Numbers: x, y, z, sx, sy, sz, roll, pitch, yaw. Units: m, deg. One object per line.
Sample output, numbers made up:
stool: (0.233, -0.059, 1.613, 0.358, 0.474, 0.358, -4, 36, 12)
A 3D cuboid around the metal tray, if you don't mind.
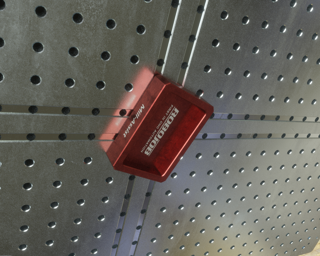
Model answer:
metal tray: (0.001, 0.005, 0.411, 0.090, 0.030, 0.129, 24, 106, -37)
